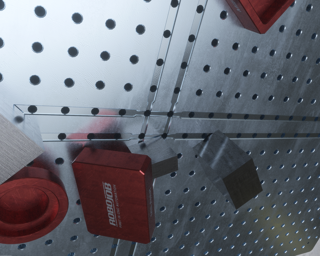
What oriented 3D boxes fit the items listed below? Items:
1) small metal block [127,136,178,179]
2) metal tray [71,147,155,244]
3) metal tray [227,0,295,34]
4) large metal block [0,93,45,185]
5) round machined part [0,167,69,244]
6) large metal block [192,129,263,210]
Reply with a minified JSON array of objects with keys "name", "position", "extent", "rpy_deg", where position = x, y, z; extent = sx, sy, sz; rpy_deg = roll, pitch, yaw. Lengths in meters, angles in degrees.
[{"name":"small metal block","position":[-0.010,0.041,0.414],"extent":[0.050,0.050,0.025],"rpy_deg":[-17,125,-19]},{"name":"metal tray","position":[-0.056,0.090,0.400],"extent":[0.090,0.030,0.129],"rpy_deg":[6,124,12]},{"name":"metal tray","position":[0.111,-0.184,0.353],"extent":[0.090,0.030,0.130],"rpy_deg":[-49,129,6]},{"name":"large metal block","position":[-0.177,0.011,0.305],"extent":[0.080,0.050,0.080],"rpy_deg":[-38,129,-3]},{"name":"round machined part","position":[-0.162,0.085,0.364],"extent":[0.099,0.042,0.097],"rpy_deg":[-14,124,-21]},{"name":"large metal block","position":[0.102,0.062,0.470],"extent":[0.050,0.080,0.080],"rpy_deg":[-34,129,-6]}]
